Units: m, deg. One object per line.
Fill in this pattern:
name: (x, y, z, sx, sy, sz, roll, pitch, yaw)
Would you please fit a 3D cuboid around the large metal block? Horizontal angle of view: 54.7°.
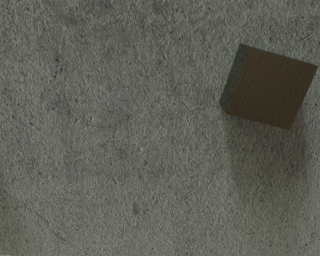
large metal block: (0.128, -0.051, 0.379, 0.080, 0.050, 0.079, 14, 110, -6)
